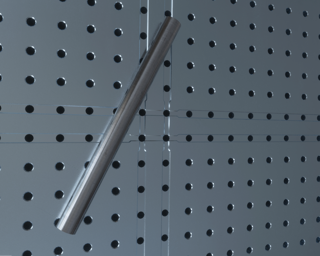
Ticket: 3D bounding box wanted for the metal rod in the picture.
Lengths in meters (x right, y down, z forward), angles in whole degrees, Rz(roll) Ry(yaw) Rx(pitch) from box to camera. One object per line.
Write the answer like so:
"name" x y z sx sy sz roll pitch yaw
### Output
"metal rod" -0.048 -0.011 0.395 0.025 0.025 0.299 29 80 -18
